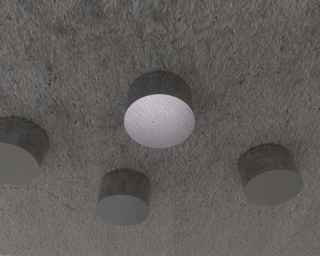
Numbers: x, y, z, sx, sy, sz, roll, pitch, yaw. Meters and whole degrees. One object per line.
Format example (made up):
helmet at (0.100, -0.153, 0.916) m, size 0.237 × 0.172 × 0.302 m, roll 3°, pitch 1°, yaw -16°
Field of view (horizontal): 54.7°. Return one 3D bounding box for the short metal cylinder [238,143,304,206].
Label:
short metal cylinder at (0.158, 0.068, 0.450) m, size 0.081 × 0.050 × 0.079 m, roll 0°, pitch 130°, yaw 0°

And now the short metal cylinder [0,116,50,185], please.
short metal cylinder at (-0.196, 0.031, 0.415) m, size 0.081 × 0.050 × 0.079 m, roll 0°, pitch 130°, yaw 0°

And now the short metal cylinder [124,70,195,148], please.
short metal cylinder at (-0.001, -0.022, 0.372) m, size 0.081 × 0.050 × 0.079 m, roll 0°, pitch 130°, yaw 0°

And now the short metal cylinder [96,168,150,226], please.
short metal cylinder at (-0.055, 0.109, 0.483) m, size 0.081 × 0.050 × 0.079 m, roll 0°, pitch 130°, yaw 0°
